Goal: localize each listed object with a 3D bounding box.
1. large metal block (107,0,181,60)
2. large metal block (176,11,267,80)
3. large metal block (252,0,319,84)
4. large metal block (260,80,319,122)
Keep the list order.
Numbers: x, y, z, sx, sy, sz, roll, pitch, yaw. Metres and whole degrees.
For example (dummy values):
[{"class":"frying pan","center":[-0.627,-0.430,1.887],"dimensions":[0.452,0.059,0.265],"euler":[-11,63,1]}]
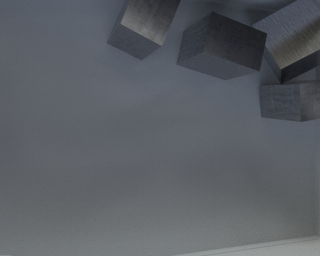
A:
[{"class":"large metal block","center":[-0.019,-0.136,0.374],"dimensions":[0.050,0.080,0.080],"euler":[24,82,-19]},{"class":"large metal block","center":[0.079,-0.103,0.410],"dimensions":[0.081,0.080,0.050],"euler":[14,86,-20]},{"class":"large metal block","center":[0.187,-0.121,0.431],"dimensions":[0.080,0.050,0.080],"euler":[-27,66,12]},{"class":"large metal block","center":[0.207,-0.043,0.455],"dimensions":[0.081,0.080,0.050],"euler":[-9,99,-20]}]
